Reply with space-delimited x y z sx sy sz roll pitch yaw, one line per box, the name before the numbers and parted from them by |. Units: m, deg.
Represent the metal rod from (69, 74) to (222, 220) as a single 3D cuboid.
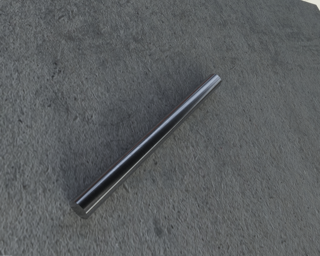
metal rod | 0.003 0.003 0.407 0.025 0.025 0.302 45 51 2
